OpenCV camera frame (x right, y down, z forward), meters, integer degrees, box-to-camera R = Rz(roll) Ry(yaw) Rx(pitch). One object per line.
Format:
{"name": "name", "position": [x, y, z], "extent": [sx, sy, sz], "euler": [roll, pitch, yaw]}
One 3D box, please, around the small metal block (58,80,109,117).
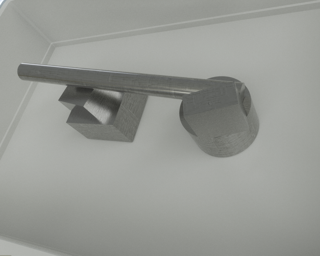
{"name": "small metal block", "position": [-0.101, -0.047, 0.419], "extent": [0.050, 0.025, 0.050], "euler": [14, 68, 33]}

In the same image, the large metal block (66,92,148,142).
{"name": "large metal block", "position": [-0.073, -0.029, 0.440], "extent": [0.080, 0.050, 0.080], "euler": [3, 63, 29]}

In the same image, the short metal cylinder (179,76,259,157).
{"name": "short metal cylinder", "position": [0.069, -0.013, 0.358], "extent": [0.080, 0.050, 0.080], "euler": [-13, 56, 20]}

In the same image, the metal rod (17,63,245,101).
{"name": "metal rod", "position": [-0.053, -0.056, 0.374], "extent": [0.301, 0.025, 0.025], "euler": [9, 66, 23]}

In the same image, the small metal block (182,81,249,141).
{"name": "small metal block", "position": [0.055, -0.014, 0.301], "extent": [0.050, 0.050, 0.025], "euler": [-14, 56, 20]}
